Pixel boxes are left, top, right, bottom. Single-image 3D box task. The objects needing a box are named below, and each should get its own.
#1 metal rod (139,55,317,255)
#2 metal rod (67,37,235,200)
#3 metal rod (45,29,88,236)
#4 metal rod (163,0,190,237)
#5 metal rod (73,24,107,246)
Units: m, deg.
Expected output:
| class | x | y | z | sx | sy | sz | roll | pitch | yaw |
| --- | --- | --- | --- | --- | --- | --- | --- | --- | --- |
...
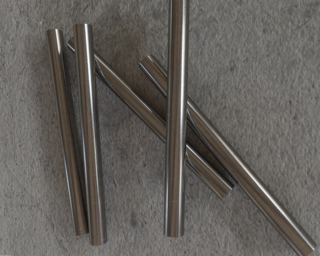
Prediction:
| class | x | y | z | sx | sy | sz | roll | pitch | yaw |
| --- | --- | --- | --- | --- | --- | --- | --- | --- | --- |
| metal rod | 0.074 | 0.025 | 0.382 | 0.025 | 0.025 | 0.300 | -42 | 77 | 15 |
| metal rod | -0.021 | -0.023 | 0.415 | 0.300 | 0.025 | 0.025 | 45 | 104 | 14 |
| metal rod | -0.135 | 0.004 | 0.454 | 0.025 | 0.025 | 0.298 | -10 | 87 | 19 |
| metal rod | 0.020 | -0.021 | 0.373 | 0.025 | 0.025 | 0.298 | 1 | 90 | 19 |
| metal rod | -0.095 | 0.013 | 0.424 | 0.025 | 0.025 | 0.298 | -1 | 96 | 19 |
